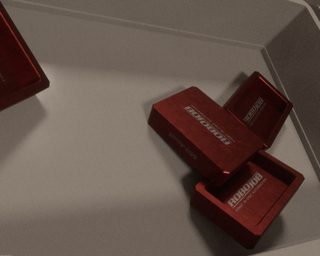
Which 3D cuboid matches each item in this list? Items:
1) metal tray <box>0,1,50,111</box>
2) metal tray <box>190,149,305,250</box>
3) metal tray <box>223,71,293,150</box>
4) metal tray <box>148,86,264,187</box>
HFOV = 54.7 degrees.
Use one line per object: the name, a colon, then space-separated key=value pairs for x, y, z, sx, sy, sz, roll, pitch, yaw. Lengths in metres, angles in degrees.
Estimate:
metal tray: x=-0.181 y=-0.080 z=0.307 sx=0.130 sy=0.030 sz=0.090 roll=62 pitch=32 yaw=-14
metal tray: x=0.113 y=0.078 z=0.394 sx=0.090 sy=0.030 sz=0.131 roll=35 pitch=46 yaw=27
metal tray: x=0.158 y=-0.028 z=0.506 sx=0.090 sy=0.030 sz=0.131 roll=44 pitch=51 yaw=2
metal tray: x=0.059 y=0.005 z=0.411 sx=0.091 sy=0.030 sz=0.130 roll=-29 pitch=62 yaw=-38
